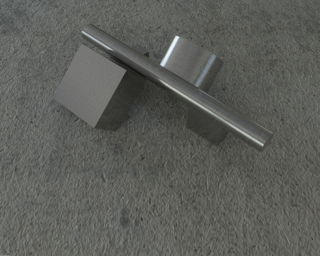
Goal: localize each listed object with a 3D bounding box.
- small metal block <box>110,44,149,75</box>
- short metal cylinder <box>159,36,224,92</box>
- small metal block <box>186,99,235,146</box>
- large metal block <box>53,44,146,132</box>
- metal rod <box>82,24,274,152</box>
[{"bbox_3d":[-0.044,-0.090,0.464,0.050,0.050,0.025,-32,57,-24],"label":"small metal block"},{"bbox_3d":[0.042,-0.086,0.434,0.080,0.080,0.050,32,98,23],"label":"short metal cylinder"},{"bbox_3d":[0.063,-0.012,0.396,0.050,0.050,0.025,33,58,24],"label":"small metal block"},{"bbox_3d":[-0.080,-0.051,0.408,0.080,0.050,0.080,33,98,24],"label":"large metal block"},{"bbox_3d":[0.004,-0.063,0.393,0.300,0.025,0.025,36,58,26],"label":"metal rod"}]
